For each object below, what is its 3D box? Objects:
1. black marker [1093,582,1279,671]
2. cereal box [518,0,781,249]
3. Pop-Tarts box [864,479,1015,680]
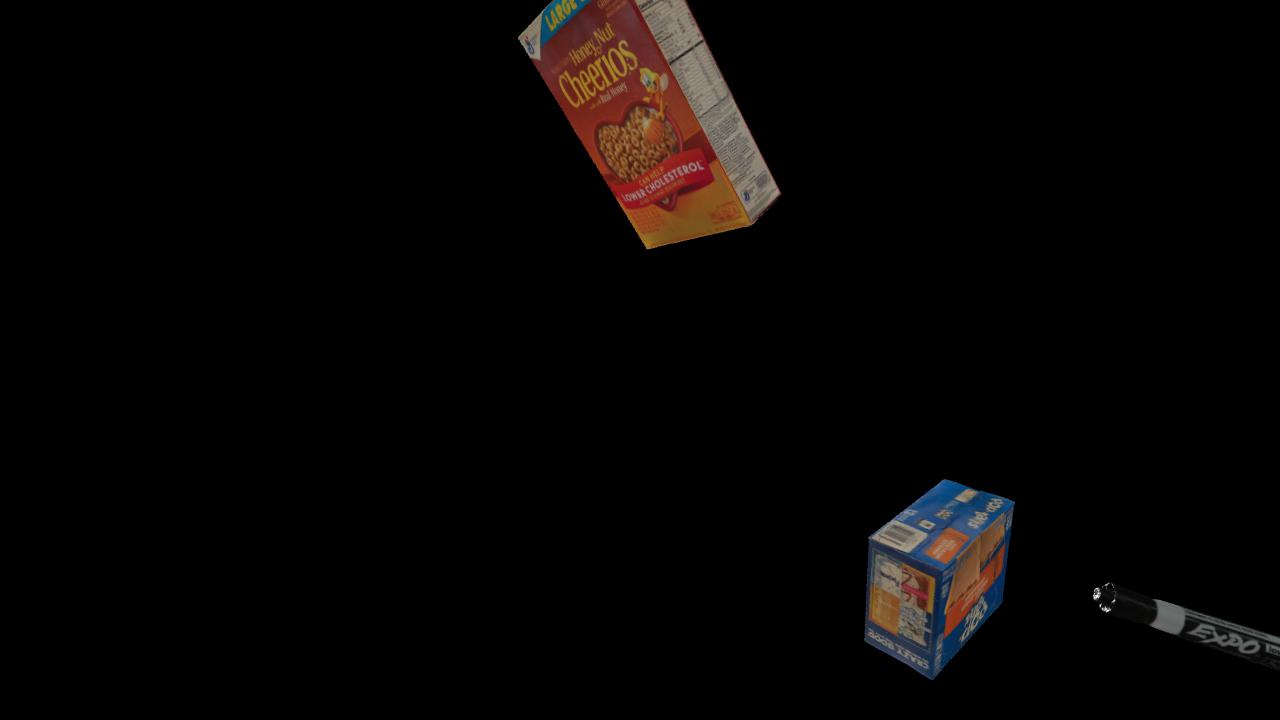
[{"bbox_3d":[0.334,0.159,0.359,0.121,0.020,0.020,16,4,15],"label":"black marker"},{"bbox_3d":[0.007,-0.284,0.712,0.081,0.306,0.203,-46,25,-25],"label":"cereal box"},{"bbox_3d":[0.334,0.236,0.685,0.167,0.141,0.083,-18,23,-35],"label":"Pop-Tarts box"}]
